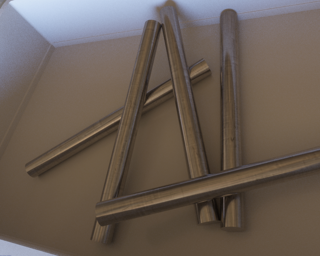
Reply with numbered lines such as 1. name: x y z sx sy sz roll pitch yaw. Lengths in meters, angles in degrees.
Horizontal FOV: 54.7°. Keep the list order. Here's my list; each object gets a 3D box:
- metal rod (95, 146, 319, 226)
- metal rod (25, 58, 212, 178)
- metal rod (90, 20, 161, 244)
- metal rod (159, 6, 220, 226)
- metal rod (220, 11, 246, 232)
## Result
1. metal rod: 0.082 0.049 0.301 0.301 0.025 0.025 -16 55 7
2. metal rod: -0.064 -0.011 0.444 0.301 0.025 0.025 -30 52 8
3. metal rod: -0.039 -0.008 0.403 0.025 0.025 0.299 2 71 29
4. metal rod: 0.031 -0.035 0.384 0.025 0.025 0.299 -17 63 18
5. metal rod: 0.086 -0.030 0.378 0.025 0.025 0.299 -8 58 24
